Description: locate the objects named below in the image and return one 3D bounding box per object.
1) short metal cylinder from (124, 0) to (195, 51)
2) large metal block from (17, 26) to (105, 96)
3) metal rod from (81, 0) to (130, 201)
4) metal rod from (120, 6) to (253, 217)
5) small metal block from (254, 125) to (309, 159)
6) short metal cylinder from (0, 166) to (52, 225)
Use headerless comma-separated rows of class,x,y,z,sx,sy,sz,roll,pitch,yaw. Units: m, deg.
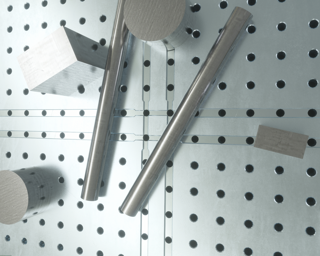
short metal cylinder,0.001,-0.145,0.399,0.080,0.050,0.080,0,90,20
large metal block,-0.131,-0.088,0.430,0.080,0.080,0.050,-27,81,18
metal rod,-0.072,-0.044,0.438,0.025,0.025,0.298,13,94,19
metal rod,0.029,-0.013,0.402,0.025,0.025,0.299,33,100,17
small metal block,0.136,0.014,0.351,0.050,0.050,0.025,14,95,19
short metal cylinder,-0.216,0.101,0.476,0.080,0.050,0.080,0,90,20
